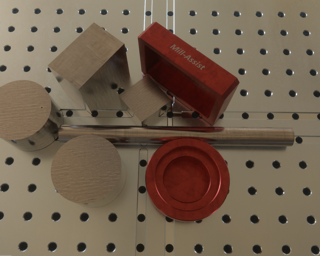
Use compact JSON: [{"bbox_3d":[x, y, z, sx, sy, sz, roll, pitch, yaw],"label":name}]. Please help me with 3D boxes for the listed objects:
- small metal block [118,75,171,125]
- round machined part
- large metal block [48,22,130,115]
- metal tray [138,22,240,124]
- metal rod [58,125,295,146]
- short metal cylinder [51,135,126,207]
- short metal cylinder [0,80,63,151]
[{"bbox_3d":[-0.020,-0.036,0.425,0.050,0.025,0.050,-37,74,-13],"label":"small metal block"},{"bbox_3d":[0.032,0.064,0.379,0.099,0.042,0.098,0,70,0],"label":"round machined part"},{"bbox_3d":[-0.088,-0.075,0.410,0.050,0.080,0.080,37,74,12],"label":"large metal block"},{"bbox_3d":[0.032,-0.068,0.402,0.130,0.090,0.030,38,75,13],"label":"metal tray"},{"bbox_3d":[0.021,0.010,0.408,0.302,0.025,0.025,1,70,0],"label":"metal rod"},{"bbox_3d":[-0.084,0.054,0.377,0.081,0.050,0.080,0,70,0],"label":"short metal cylinder"},{"bbox_3d":[-0.173,-0.015,0.402,0.081,0.050,0.080,0,70,0],"label":"short metal cylinder"}]
